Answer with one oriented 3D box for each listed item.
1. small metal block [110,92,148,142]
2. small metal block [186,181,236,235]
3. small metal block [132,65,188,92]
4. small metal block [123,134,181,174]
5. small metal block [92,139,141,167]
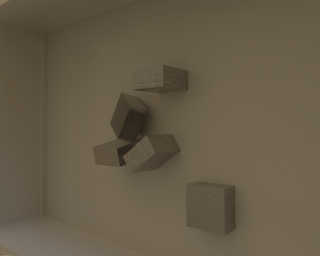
[{"bbox_3d":[-0.045,-0.015,0.432,0.050,0.025,0.050,-67,29,18],"label":"small metal block"},{"bbox_3d":[0.058,0.091,0.359,0.050,0.025,0.050,-1,89,40],"label":"small metal block"},{"bbox_3d":[0.000,-0.060,0.390,0.050,0.050,0.025,-1,90,40],"label":"small metal block"},{"bbox_3d":[-0.010,0.033,0.399,0.050,0.050,0.025,-42,65,32],"label":"small metal block"},{"bbox_3d":[-0.057,0.033,0.435,0.050,0.050,0.025,-1,102,40],"label":"small metal block"}]
